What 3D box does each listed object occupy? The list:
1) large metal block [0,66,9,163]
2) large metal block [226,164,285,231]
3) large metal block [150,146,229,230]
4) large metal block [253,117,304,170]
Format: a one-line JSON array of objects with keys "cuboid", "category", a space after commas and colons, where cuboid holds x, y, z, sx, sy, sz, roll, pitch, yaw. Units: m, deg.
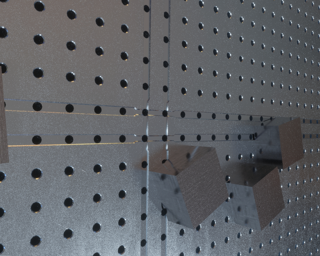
[{"cuboid": [-0.174, -0.008, 0.248, 0.081, 0.050, 0.079, -6, 94, -40], "category": "large metal block"}, {"cuboid": [0.167, 0.117, 0.537, 0.081, 0.050, 0.080, -25, 106, -38], "category": "large metal block"}, {"cuboid": [0.044, 0.079, 0.432, 0.081, 0.050, 0.080, -30, 109, -36], "category": "large metal block"}, {"cuboid": [0.225, 0.026, 0.586, 0.081, 0.050, 0.079, -16, 100, -39], "category": "large metal block"}]
